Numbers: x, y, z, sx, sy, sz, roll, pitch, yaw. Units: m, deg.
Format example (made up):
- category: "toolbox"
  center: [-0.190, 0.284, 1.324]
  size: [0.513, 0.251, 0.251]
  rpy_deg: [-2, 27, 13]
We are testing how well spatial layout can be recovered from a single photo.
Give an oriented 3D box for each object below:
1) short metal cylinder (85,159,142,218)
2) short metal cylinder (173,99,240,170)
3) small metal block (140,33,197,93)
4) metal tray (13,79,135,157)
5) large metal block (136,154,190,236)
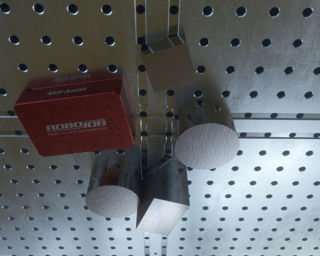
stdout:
- category: "short metal cylinder"
  center: [-0.069, 0.094, 0.474]
  size: [0.081, 0.050, 0.079]
  rpy_deg: [0, 130, 0]
- category: "short metal cylinder"
  center: [0.058, 0.009, 0.403]
  size: [0.081, 0.050, 0.079]
  rpy_deg: [-1, 130, 0]
- category: "small metal block"
  center: [0.011, -0.072, 0.350]
  size: [0.050, 0.025, 0.050]
  rpy_deg: [-13, 129, 11]
- category: "metal tray"
  center: [-0.104, -0.010, 0.398]
  size: [0.131, 0.030, 0.089]
  rpy_deg: [-7, 130, 5]
- category: "large metal block"
  center: [0.002, 0.100, 0.461]
  size: [0.050, 0.080, 0.079]
  rpy_deg: [16, 128, -13]
